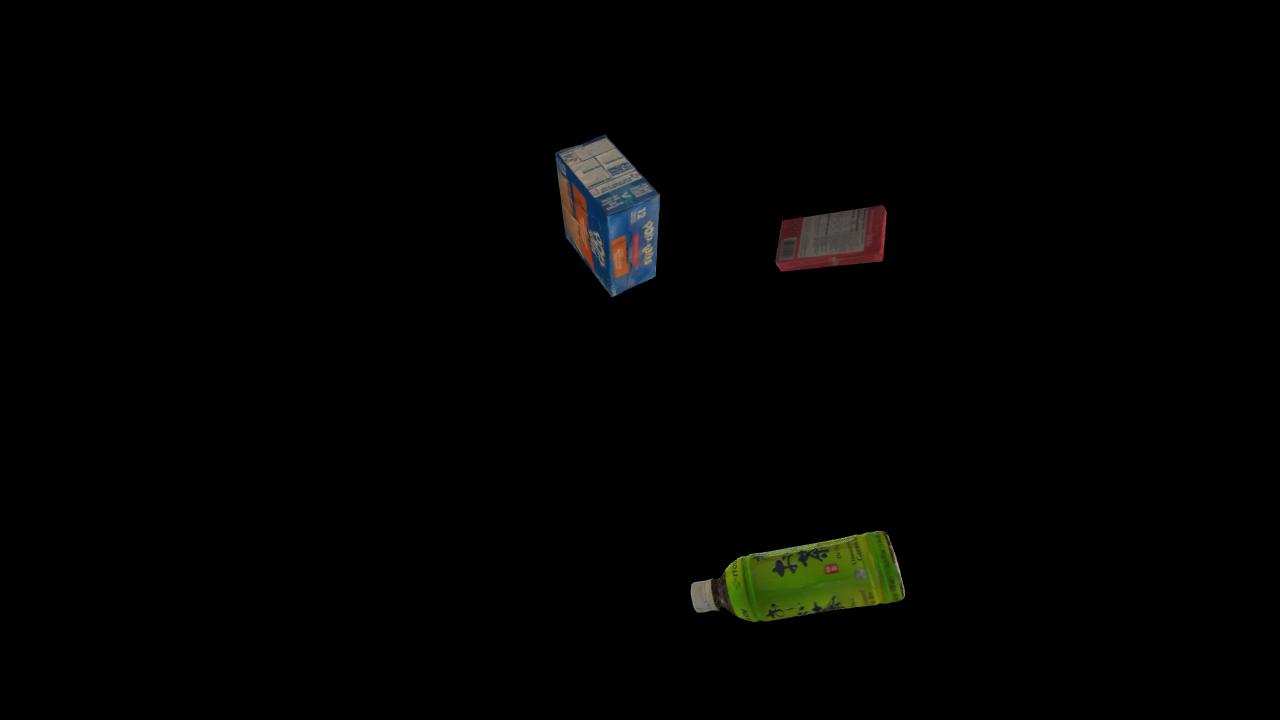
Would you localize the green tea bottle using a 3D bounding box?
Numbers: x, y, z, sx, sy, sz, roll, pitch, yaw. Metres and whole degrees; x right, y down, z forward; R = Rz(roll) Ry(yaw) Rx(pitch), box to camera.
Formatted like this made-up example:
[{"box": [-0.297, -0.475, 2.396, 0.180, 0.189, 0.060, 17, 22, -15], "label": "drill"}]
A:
[{"box": [0.158, 0.231, 0.640, 0.212, 0.073, 0.073, -17, -4, 15], "label": "green tea bottle"}]

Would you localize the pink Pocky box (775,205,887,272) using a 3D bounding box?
[{"box": [0.286, -0.180, 0.923, 0.155, 0.084, 0.029, -2, -28, 33], "label": "pink Pocky box"}]

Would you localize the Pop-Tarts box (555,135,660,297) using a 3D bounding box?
[{"box": [-0.045, -0.200, 0.868, 0.083, 0.141, 0.167, -29, -26, -17], "label": "Pop-Tarts box"}]
